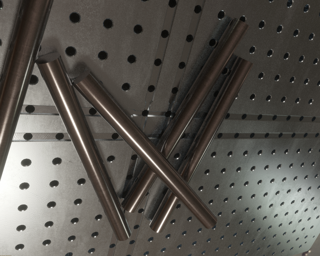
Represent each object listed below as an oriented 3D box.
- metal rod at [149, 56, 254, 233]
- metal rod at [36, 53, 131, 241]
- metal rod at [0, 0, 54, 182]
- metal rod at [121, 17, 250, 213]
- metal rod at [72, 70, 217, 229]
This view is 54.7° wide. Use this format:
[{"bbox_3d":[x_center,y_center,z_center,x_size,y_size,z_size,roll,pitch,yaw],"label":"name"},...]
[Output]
[{"bbox_3d":[0.055,0.036,0.465,0.025,0.025,0.298,13,112,-34],"label":"metal rod"},{"bbox_3d":[-0.084,0.048,0.395,0.025,0.025,0.298,-24,127,-14],"label":"metal rod"},{"bbox_3d":[-0.165,0.003,0.323,0.025,0.025,0.298,12,112,-34],"label":"metal rod"},{"bbox_3d":[0.028,-0.007,0.423,0.025,0.025,0.298,20,108,-36],"label":"metal rod"},{"bbox_3d":[-0.003,0.046,0.408,0.025,0.025,0.300,-40,120,-2],"label":"metal rod"}]
